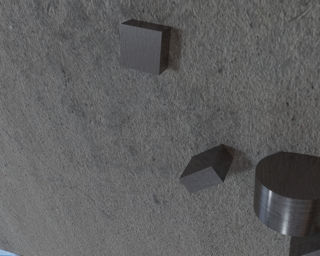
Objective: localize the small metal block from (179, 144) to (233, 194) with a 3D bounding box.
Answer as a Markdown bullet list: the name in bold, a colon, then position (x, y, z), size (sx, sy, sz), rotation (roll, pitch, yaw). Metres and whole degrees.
- **small metal block**: position (0.059, 0.051, 0.390), size (0.050, 0.050, 0.025), rotation (-29, 103, 37)

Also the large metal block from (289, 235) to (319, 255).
- **large metal block**: position (0.198, 0.138, 0.352), size (0.080, 0.080, 0.050), rotation (44, 129, -3)

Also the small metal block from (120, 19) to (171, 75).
- **small metal block**: position (-0.017, -0.093, 0.357), size (0.050, 0.025, 0.050), rotation (17, 125, 18)

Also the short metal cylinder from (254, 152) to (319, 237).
- **short metal cylinder**: position (0.145, 0.070, 0.338), size (0.080, 0.080, 0.050), rotation (8, 122, 24)
